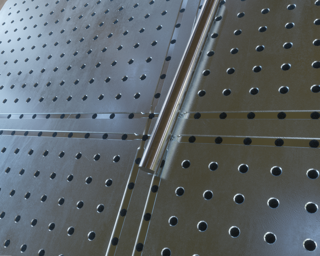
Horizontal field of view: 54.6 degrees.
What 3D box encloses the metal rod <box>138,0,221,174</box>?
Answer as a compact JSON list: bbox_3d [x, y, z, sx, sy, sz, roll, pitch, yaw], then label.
[{"bbox_3d":[0.036,-0.078,0.438,0.025,0.025,0.300,8,65,31],"label":"metal rod"}]
